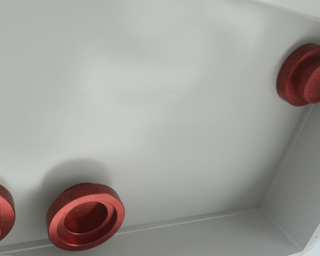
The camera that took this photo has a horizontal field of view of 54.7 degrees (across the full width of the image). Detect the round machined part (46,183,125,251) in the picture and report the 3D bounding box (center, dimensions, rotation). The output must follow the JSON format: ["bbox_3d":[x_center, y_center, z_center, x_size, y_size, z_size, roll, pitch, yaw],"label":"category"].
[{"bbox_3d":[-0.100,0.113,0.412,0.099,0.042,0.097,-14,124,-21],"label":"round machined part"}]

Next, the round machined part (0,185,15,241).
[{"bbox_3d":[-0.216,0.108,0.346,0.099,0.042,0.097,-14,124,-21],"label":"round machined part"}]

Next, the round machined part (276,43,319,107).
[{"bbox_3d":[0.233,-0.077,0.477,0.099,0.042,0.097,-14,124,-21],"label":"round machined part"}]
